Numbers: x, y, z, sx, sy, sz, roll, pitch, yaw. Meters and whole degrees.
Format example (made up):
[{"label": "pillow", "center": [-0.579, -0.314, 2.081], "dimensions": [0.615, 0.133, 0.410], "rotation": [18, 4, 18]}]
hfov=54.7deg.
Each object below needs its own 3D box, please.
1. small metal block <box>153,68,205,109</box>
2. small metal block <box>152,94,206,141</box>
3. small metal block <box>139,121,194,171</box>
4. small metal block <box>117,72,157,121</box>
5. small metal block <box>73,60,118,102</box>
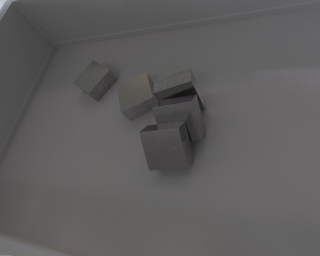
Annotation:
[{"label": "small metal block", "center": [0.025, -0.043, 0.401], "dimensions": [0.050, 0.050, 0.025], "rotation": [-16, 45, 19]}, {"label": "small metal block", "center": [0.024, -0.010, 0.380], "dimensions": [0.050, 0.050, 0.025], "rotation": [-7, 22, 24]}, {"label": "small metal block", "center": [0.008, 0.022, 0.370], "dimensions": [0.050, 0.050, 0.025], "rotation": [-7, 17, 25]}, {"label": "small metal block", "center": [-0.032, -0.045, 0.451], "dimensions": [0.050, 0.025, 0.050], "rotation": [-24, 53, 13]}, {"label": "small metal block", "center": [-0.106, -0.078, 0.509], "dimensions": [0.050, 0.025, 0.050], "rotation": [34, 81, 38]}]
